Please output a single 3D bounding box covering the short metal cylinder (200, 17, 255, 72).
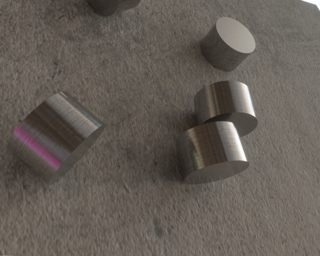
[{"bbox_3d":[0.119,-0.147,0.544,0.081,0.050,0.080,14,56,-21],"label":"short metal cylinder"}]

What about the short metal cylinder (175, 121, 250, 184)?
[{"bbox_3d":[0.064,0.033,0.385,0.081,0.080,0.050,1,61,-28],"label":"short metal cylinder"}]

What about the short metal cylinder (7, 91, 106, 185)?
[{"bbox_3d":[-0.101,0.010,0.309,0.050,0.080,0.080,41,51,-1],"label":"short metal cylinder"}]

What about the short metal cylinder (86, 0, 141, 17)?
[{"bbox_3d":[-0.072,-0.213,0.461,0.080,0.080,0.050,49,51,6],"label":"short metal cylinder"}]

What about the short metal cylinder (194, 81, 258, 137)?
[{"bbox_3d":[0.090,-0.022,0.432,0.081,0.080,0.050,10,58,-24],"label":"short metal cylinder"}]
